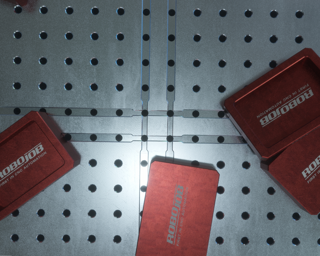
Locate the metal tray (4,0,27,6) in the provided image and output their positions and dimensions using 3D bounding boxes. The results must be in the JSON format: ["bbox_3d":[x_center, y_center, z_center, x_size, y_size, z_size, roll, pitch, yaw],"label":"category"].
[{"bbox_3d":[-0.206,-0.240,0.409,0.090,0.030,0.129,19,90,0],"label":"metal tray"}]

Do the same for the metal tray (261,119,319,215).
[{"bbox_3d":[0.213,0.038,0.412,0.130,0.030,0.090,-44,90,0],"label":"metal tray"}]

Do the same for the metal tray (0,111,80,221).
[{"bbox_3d":[-0.185,0.049,0.409,0.130,0.030,0.090,-36,90,0],"label":"metal tray"}]

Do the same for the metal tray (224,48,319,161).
[{"bbox_3d":[0.159,-0.030,0.394,0.130,0.030,0.090,-33,72,3],"label":"metal tray"}]

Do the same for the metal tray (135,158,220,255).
[{"bbox_3d":[0.023,0.111,0.411,0.090,0.030,0.129,9,90,0],"label":"metal tray"}]
